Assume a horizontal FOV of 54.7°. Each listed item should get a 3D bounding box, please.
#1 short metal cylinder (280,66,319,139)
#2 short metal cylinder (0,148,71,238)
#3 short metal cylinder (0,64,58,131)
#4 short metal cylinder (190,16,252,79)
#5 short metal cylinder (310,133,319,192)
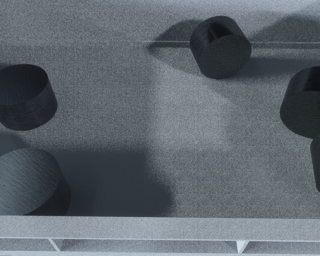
[{"bbox_3d":[0.201,-0.032,0.397,0.080,0.080,0.050,20,53,16],"label":"short metal cylinder"},{"bbox_3d":[-0.141,0.068,0.330,0.080,0.050,0.080,0,50,0],"label":"short metal cylinder"},{"bbox_3d":[-0.187,-0.042,0.423,0.080,0.050,0.080,0,50,0],"label":"short metal cylinder"},{"bbox_3d":[0.091,-0.121,0.472,0.081,0.080,0.050,-9,51,-8],"label":"short metal cylinder"},{"bbox_3d":[0.211,0.039,0.338,0.080,0.080,0.050,8,51,6],"label":"short metal cylinder"}]
